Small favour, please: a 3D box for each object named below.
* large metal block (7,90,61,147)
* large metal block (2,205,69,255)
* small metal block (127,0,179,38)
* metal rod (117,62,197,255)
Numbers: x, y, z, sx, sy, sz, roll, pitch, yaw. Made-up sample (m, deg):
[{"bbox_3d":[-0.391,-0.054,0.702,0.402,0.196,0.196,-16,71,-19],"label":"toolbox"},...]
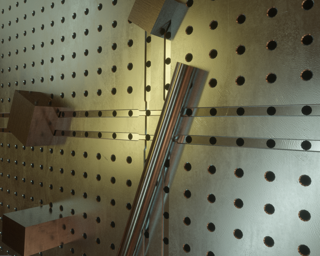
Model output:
[{"bbox_3d":[-0.241,-0.019,0.588,0.080,0.050,0.079,31,109,35],"label":"large metal block"},{"bbox_3d":[-0.223,0.180,0.554,0.080,0.081,0.050,7,94,39],"label":"large metal block"},{"bbox_3d":[-0.010,-0.157,0.416,0.050,0.025,0.050,41,115,32],"label":"small metal block"},{"bbox_3d":[-0.011,0.060,0.416,0.025,0.025,0.298,28,107,36],"label":"metal rod"}]
